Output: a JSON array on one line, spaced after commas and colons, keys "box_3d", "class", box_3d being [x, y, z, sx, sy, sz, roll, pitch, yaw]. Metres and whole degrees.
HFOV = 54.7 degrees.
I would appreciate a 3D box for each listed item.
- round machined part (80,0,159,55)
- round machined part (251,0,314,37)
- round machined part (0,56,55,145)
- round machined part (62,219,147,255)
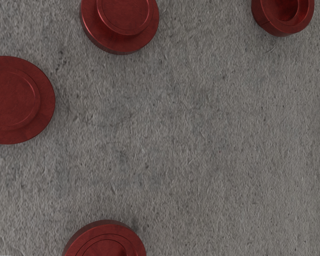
[{"box_3d": [-0.047, -0.143, 0.382, 0.099, 0.042, 0.097, 0, 90, -20], "class": "round machined part"}, {"box_3d": [0.178, -0.185, 0.465, 0.099, 0.042, 0.097, 0, 90, -20], "class": "round machined part"}, {"box_3d": [-0.166, -0.030, 0.338, 0.099, 0.042, 0.097, 0, 90, -20], "class": "round machined part"}, {"box_3d": [-0.069, 0.159, 0.375, 0.099, 0.042, 0.097, 0, 90, -20], "class": "round machined part"}]
